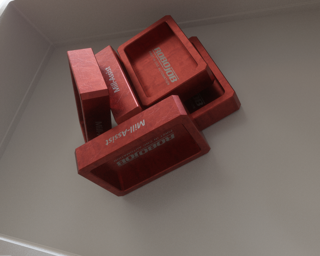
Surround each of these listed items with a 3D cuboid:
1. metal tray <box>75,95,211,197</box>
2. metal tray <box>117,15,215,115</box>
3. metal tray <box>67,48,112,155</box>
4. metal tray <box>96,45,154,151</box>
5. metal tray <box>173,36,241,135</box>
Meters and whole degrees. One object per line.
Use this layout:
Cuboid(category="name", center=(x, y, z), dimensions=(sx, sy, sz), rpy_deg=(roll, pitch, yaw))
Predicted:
Cuboid(category="metal tray", center=(-0.017, 0.026, 0.354), dimensions=(0.130, 0.090, 0.030), rpy_deg=(-29, 52, 10))
Cuboid(category="metal tray", center=(0.003, -0.085, 0.411), dimensions=(0.090, 0.030, 0.130), rpy_deg=(-32, 51, 7))
Cuboid(category="metal tray", center=(-0.087, -0.023, 0.396), dimensions=(0.030, 0.129, 0.090), rpy_deg=(-13, 50, -17))
Cuboid(category="metal tray", center=(-0.038, -0.037, 0.402), dimensions=(0.030, 0.090, 0.130), rpy_deg=(-32, 52, 7))
Cuboid(category="metal tray", center=(0.037, -0.057, 0.416), dimensions=(0.090, 0.030, 0.130), rpy_deg=(-31, 51, 10))
